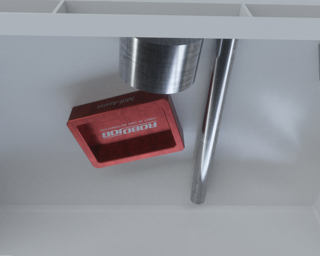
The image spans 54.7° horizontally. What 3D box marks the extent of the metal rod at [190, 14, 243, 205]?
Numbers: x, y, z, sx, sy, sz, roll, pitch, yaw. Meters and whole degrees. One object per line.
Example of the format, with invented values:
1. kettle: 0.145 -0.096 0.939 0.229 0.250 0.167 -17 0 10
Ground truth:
1. metal rod: 0.067 0.002 0.411 0.025 0.025 0.298 1 130 -2

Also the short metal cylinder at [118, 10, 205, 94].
1. short metal cylinder: 0.000 -0.077 0.307 0.081 0.080 0.050 5 130 -5

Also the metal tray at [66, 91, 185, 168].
1. metal tray: -0.041 0.002 0.406 0.131 0.030 0.090 -13 129 10
